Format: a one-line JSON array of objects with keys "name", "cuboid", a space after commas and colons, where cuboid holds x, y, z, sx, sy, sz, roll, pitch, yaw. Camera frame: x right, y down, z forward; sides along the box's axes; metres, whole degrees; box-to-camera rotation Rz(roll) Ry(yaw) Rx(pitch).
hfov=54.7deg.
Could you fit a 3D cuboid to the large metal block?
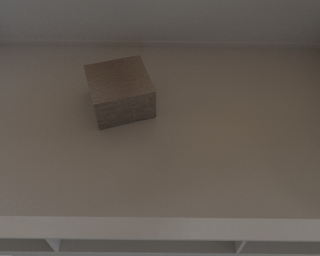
[{"name": "large metal block", "cuboid": [-0.056, -0.051, 0.431, 0.081, 0.050, 0.080, -13, 52, -12]}]
